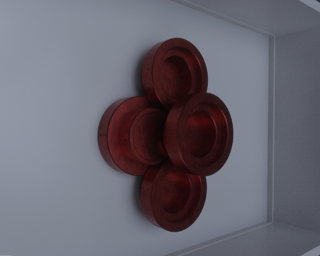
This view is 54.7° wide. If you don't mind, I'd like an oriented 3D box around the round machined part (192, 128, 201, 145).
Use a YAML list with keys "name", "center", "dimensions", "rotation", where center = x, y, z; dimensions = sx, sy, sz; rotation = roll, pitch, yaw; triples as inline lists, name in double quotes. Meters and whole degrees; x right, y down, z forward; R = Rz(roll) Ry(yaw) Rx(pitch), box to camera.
- name: "round machined part"
  center: [0.055, 0.013, 0.441]
  dimensions: [0.099, 0.042, 0.097]
  rotation: [0, 90, -40]

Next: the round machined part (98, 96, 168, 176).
- name: "round machined part"
  center: [-0.021, 0.010, 0.377]
  dimensions: [0.099, 0.042, 0.097]
  rotation: [0, 90, -40]

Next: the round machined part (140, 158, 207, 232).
- name: "round machined part"
  center: [0.013, 0.082, 0.406]
  dimensions: [0.099, 0.042, 0.097]
  rotation: [0, 90, -40]

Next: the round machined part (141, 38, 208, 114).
- name: "round machined part"
  center: [0.015, -0.065, 0.407]
  dimensions: [0.099, 0.042, 0.097]
  rotation: [0, 90, -40]

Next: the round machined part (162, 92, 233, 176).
- name: "round machined part"
  center: [0.042, 0.007, 0.375]
  dimensions: [0.099, 0.042, 0.097]
  rotation: [0, 90, -40]
